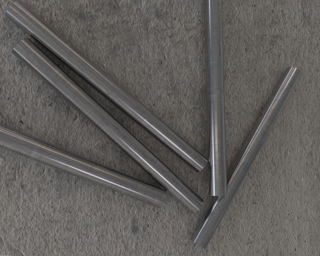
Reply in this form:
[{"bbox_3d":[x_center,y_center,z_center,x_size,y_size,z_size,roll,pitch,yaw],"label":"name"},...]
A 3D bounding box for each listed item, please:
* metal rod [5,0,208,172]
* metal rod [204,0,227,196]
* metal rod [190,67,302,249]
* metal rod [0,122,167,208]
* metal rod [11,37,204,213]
[{"bbox_3d":[-0.054,-0.042,0.388,0.301,0.025,0.025,40,77,-16],"label":"metal rod"},{"bbox_3d":[0.077,-0.058,0.429,0.025,0.025,0.298,0,88,-20],"label":"metal rod"},{"bbox_3d":[0.131,0.036,0.457,0.025,0.025,0.300,36,78,-17],"label":"metal rod"},{"bbox_3d":[-0.126,0.032,0.362,0.301,0.025,0.025,26,82,-18],"label":"metal rod"},{"bbox_3d":[-0.054,0.007,0.388,0.300,0.025,0.025,44,76,-15],"label":"metal rod"}]
